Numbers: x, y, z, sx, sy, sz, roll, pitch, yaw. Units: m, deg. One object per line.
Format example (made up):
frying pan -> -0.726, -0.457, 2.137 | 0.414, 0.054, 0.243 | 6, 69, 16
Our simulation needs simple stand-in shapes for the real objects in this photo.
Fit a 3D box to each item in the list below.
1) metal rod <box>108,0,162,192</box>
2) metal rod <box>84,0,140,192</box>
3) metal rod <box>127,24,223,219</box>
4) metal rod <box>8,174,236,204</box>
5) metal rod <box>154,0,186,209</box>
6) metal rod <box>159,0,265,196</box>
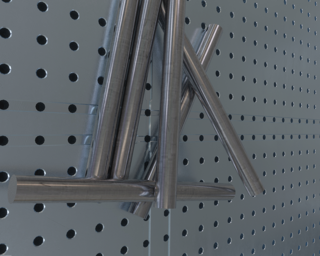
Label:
metal rod -> -0.025, -0.073, 0.374 | 0.025, 0.025, 0.299 | 14, 85, -39
metal rod -> -0.052, -0.066, 0.364 | 0.025, 0.025, 0.299 | 16, 80, -39
metal rod -> 0.028, -0.022, 0.431 | 0.025, 0.025, 0.300 | 37, 68, -34
metal rod -> -0.013, 0.074, 0.363 | 0.302, 0.025, 0.025 | 10, 84, -40
metal rod -> 0.014, -0.059, 0.369 | 0.025, 0.025, 0.299 | 12, 77, -39
metal rod -> 0.067, -0.040, 0.424 | 0.025, 0.025, 0.299 | -34, 99, -35
